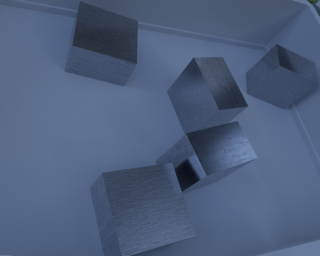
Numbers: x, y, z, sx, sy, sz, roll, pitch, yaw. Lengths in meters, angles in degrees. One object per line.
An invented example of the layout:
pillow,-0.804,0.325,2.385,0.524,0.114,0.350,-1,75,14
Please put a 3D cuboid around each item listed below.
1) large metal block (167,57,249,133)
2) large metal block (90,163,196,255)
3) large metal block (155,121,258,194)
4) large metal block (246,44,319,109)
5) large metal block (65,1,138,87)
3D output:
large metal block,0.062,-0.041,0.428,0.050,0.080,0.080,-8,66,-32
large metal block,-0.020,0.087,0.325,0.081,0.050,0.080,-4,64,-30
large metal block,0.054,0.039,0.375,0.081,0.080,0.050,-12,68,-33
large metal block,0.207,-0.086,0.534,0.080,0.080,0.050,19,54,-17
large metal block,-0.077,-0.111,0.416,0.081,0.050,0.080,12,57,-22
